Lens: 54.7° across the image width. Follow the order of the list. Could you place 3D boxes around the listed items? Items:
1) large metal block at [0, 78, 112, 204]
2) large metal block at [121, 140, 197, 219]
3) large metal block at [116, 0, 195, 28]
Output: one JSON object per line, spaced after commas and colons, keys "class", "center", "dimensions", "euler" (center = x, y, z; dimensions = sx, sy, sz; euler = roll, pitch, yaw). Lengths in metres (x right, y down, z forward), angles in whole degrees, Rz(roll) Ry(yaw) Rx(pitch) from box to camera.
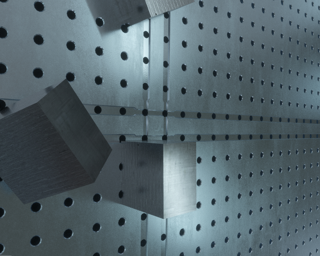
{"class": "large metal block", "center": [-0.104, 0.014, 0.278], "dimensions": [0.080, 0.080, 0.050], "euler": [61, 22, -23]}
{"class": "large metal block", "center": [-0.003, 0.056, 0.373], "dimensions": [0.050, 0.080, 0.079], "euler": [-1, 91, -40]}
{"class": "large metal block", "center": [-0.013, -0.180, 0.384], "dimensions": [0.081, 0.050, 0.080], "euler": [-34, 111, -35]}
